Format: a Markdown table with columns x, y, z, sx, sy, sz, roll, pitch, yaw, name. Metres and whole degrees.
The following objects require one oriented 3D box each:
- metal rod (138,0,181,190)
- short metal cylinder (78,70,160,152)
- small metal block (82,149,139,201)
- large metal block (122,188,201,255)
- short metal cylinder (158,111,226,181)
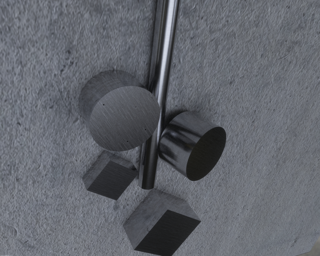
| x | y | z | sx | sy | sz | roll | pitch | yaw | name |
| --- | --- | --- | --- | --- | --- | --- | --- | --- | --- |
| -0.002 | -0.049 | 0.377 | 0.025 | 0.025 | 0.298 | -7 | 122 | -25 | metal rod |
| -0.047 | -0.020 | 0.354 | 0.081 | 0.050 | 0.079 | -14 | 124 | -21 | short metal cylinder |
| -0.066 | 0.063 | 0.412 | 0.050 | 0.025 | 0.050 | 32 | 100 | -39 | small metal block |
| 0.003 | 0.150 | 0.487 | 0.080 | 0.050 | 0.080 | 31 | 101 | -38 | large metal block |
| 0.044 | 0.024 | 0.416 | 0.081 | 0.050 | 0.079 | -29 | 135 | -34 | short metal cylinder |
